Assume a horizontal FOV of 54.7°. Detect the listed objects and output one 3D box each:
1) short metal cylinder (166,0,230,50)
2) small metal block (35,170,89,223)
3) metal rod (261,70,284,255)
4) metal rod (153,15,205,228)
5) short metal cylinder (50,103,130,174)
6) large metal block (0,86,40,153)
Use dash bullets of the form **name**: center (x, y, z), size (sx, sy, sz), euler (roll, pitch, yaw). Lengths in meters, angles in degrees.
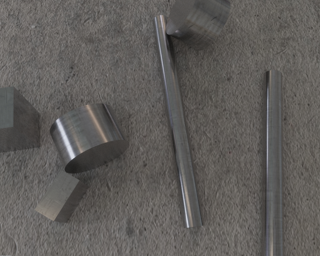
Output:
- **short metal cylinder**: center (0.051, -0.155, 0.429), size (0.050, 0.080, 0.080), euler (22, 69, -23)
- **small metal block**: center (-0.113, 0.082, 0.364), size (0.025, 0.050, 0.050), euler (27, 72, 9)
- **metal rod**: center (0.140, 0.064, 0.385), size (0.025, 0.025, 0.299), euler (7, 70, 2)
- **metal rod**: center (0.021, -0.022, 0.416), size (0.025, 0.025, 0.299), euler (-7, 70, -3)
- **short metal cylinder**: center (-0.084, 0.014, 0.373), size (0.080, 0.080, 0.050), euler (-25, 72, -9)
- **large metal block**: center (-0.203, -0.005, 0.379), size (0.081, 0.080, 0.050), euler (-8, 71, -3)
